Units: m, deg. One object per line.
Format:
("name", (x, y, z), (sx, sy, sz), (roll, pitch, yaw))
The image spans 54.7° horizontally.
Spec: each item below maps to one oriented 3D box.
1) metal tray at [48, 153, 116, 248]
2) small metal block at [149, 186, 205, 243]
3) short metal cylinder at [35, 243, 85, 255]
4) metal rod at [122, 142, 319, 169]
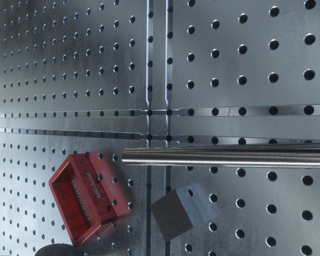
("metal tray", (-0.133, 0.119, 0.516), (0.090, 0.030, 0.130), (-46, 63, 30))
("small metal block", (0.021, 0.109, 0.392), (0.050, 0.025, 0.050), (-41, 65, 32))
("short metal cylinder", (-0.169, 0.237, 0.514), (0.080, 0.081, 0.050), (20, 103, 38))
("metal rod", (0.069, 0.032, 0.352), (0.300, 0.025, 0.025), (-5, 87, 40))
